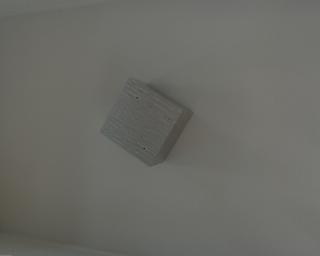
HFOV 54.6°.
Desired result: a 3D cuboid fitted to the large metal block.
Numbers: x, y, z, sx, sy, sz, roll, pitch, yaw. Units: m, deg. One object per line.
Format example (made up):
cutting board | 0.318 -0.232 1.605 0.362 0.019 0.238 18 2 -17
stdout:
large metal block | -0.017 -0.008 0.400 0.080 0.050 0.080 33 100 16
